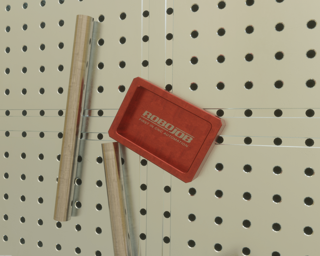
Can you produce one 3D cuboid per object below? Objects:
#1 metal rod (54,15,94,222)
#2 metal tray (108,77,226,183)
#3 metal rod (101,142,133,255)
[{"bbox_3d":[-0.127,-0.013,0.455,0.025,0.025,0.298,8,93,19],"label":"metal rod"},{"bbox_3d":[0.007,0.001,0.406,0.130,0.030,0.090,30,99,17],"label":"metal tray"},{"bbox_3d":[-0.052,0.168,0.429,0.025,0.025,0.298,-8,87,19],"label":"metal rod"}]
